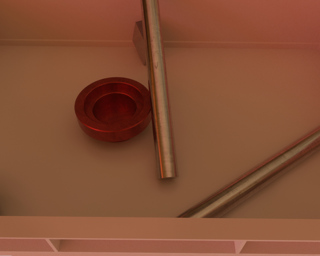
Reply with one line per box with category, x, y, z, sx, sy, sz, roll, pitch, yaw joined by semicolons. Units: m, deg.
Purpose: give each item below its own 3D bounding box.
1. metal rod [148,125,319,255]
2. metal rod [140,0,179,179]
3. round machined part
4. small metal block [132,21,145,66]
metal rod;0.121;0.054;0.361;0.302;0.025;0.025;-27;55;-21
metal rod;-0.005;-0.085;0.399;0.025;0.025;0.299;-5;74;-4
round machined part;-0.059;-0.020;0.410;0.099;0.042;0.098;0;50;0
small metal block;-0.021;-0.136;0.492;0.025;0.050;0.050;-21;77;-16
